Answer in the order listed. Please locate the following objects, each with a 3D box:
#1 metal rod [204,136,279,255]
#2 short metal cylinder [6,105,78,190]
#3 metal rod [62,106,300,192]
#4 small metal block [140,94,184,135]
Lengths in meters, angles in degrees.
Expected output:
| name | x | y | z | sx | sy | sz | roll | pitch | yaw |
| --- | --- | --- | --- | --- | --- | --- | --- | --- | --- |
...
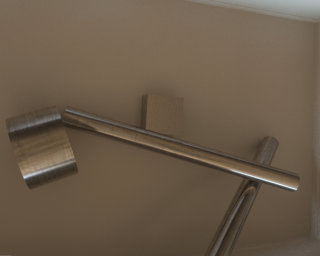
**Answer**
| name | x | y | z | sx | sy | sz | roll | pitch | yaw |
| --- | --- | --- | --- | --- | --- | --- | --- | --- | --- |
| metal rod | 0.094 | 0.106 | 0.379 | 0.025 | 0.025 | 0.301 | 54 | 48 | -12 |
| short metal cylinder | -0.126 | 0.020 | 0.335 | 0.050 | 0.080 | 0.080 | -19 | 97 | -19 |
| metal rod | 0.031 | 0.028 | 0.386 | 0.302 | 0.025 | 0.025 | 16 | 84 | -6 |
| small metal block | 0.002 | -0.017 | 0.412 | 0.050 | 0.025 | 0.050 | 4 | 89 | -20 |
